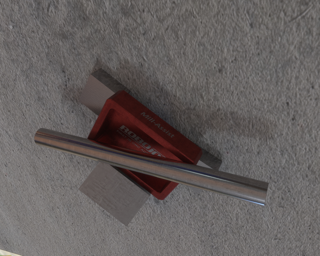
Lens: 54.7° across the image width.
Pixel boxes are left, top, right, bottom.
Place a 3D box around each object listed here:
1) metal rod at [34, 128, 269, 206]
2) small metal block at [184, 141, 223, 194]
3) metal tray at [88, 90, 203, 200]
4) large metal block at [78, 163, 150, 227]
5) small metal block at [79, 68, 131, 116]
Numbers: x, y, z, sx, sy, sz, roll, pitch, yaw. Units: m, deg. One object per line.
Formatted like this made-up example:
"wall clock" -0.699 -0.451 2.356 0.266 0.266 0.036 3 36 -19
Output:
"metal rod" -0.027 0.040 0.375 0.301 0.025 0.025 12 123 21
"small metal block" 0.047 0.053 0.415 0.050 0.025 0.050 33 129 6
"metal tray" -0.023 0.024 0.397 0.130 0.030 0.089 37 129 2
"large metal block" -0.059 0.087 0.445 0.080 0.080 0.050 37 87 3
"small metal block" -0.075 -0.044 0.419 0.050 0.025 0.050 38 129 2
